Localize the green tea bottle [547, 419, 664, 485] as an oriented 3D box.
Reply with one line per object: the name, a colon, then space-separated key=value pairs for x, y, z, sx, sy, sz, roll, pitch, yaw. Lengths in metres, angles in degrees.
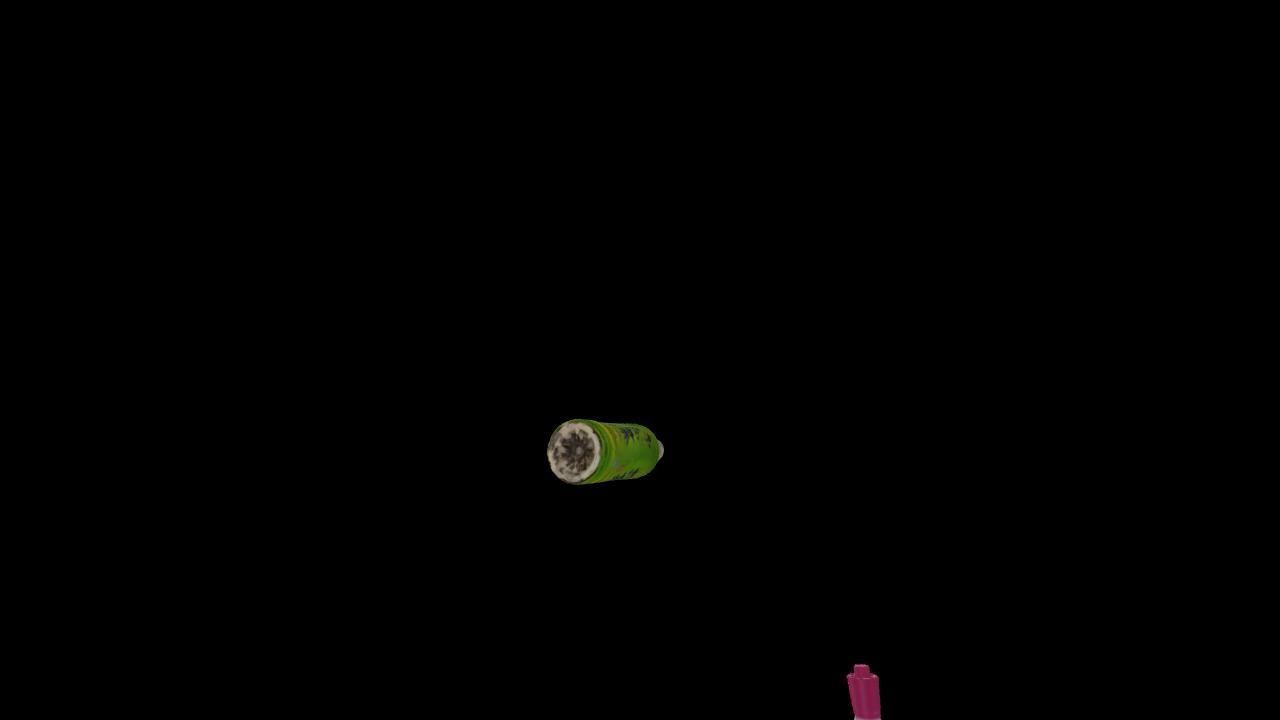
green tea bottle: x=-0.026 y=0.107 z=0.730 sx=0.073 sy=0.073 sz=0.212 roll=0 pitch=-6 yaw=24

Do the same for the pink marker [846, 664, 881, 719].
pink marker: x=0.140 y=0.248 z=0.366 sx=0.020 sy=0.121 sz=0.020 roll=-2 pitch=-16 yaw=-1
